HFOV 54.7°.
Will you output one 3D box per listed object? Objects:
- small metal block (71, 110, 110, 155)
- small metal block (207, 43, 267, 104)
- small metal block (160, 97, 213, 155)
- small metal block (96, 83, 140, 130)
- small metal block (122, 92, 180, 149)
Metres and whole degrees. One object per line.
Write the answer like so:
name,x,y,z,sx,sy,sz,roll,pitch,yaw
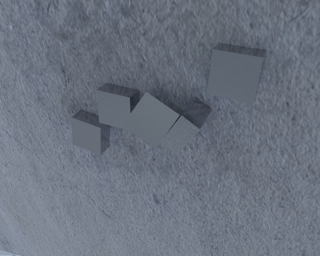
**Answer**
small metal block,-0.103,0.007,0.463,0.050,0.025,0.050,19,126,16
small metal block,0.081,-0.059,0.328,0.050,0.025,0.050,15,125,19
small metal block,0.032,-0.003,0.371,0.025,0.050,0.050,38,129,1
small metal block,-0.056,-0.029,0.417,0.050,0.025,0.050,14,124,20
small metal block,-0.010,-0.009,0.388,0.050,0.025,0.050,35,90,3
